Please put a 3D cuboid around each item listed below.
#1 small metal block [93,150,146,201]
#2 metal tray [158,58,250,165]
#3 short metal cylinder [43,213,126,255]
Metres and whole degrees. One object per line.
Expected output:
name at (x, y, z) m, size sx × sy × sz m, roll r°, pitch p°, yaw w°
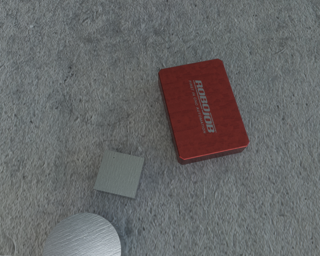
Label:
small metal block at (-0.049, 0.059, 0.386) m, size 0.050 × 0.025 × 0.050 m, roll 12°, pitch 70°, yaw 4°
metal tray at (0.055, -0.024, 0.415) m, size 0.091 × 0.030 × 0.129 m, roll -12°, pitch 71°, yaw -5°
short metal cylinder at (-0.081, 0.137, 0.344) m, size 0.081 × 0.050 × 0.080 m, roll 0°, pitch 70°, yaw 0°
